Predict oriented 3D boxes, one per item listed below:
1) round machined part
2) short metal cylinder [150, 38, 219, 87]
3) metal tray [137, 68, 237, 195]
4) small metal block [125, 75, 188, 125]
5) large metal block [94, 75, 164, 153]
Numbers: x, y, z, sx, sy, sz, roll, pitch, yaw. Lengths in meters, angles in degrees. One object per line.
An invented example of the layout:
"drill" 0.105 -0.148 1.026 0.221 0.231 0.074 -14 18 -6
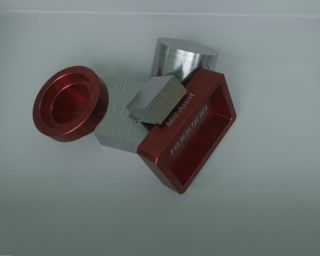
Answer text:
"round machined part" -0.108 -0.027 0.395 0.098 0.042 0.098 -10 63 20
"short metal cylinder" 0.031 -0.082 0.402 0.080 0.080 0.050 15 115 5
"metal tray" 0.038 0.005 0.371 0.030 0.090 0.130 25 69 37
"small metal block" -0.005 -0.032 0.352 0.025 0.050 0.050 47 73 -25
"large metal block" -0.029 -0.013 0.399 0.080 0.050 0.080 14 71 4
